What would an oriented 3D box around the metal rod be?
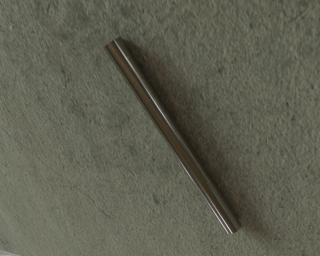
[{"bbox_3d":[0.023,0.019,0.404,0.025,0.025,0.299,-24,106,36],"label":"metal rod"}]
